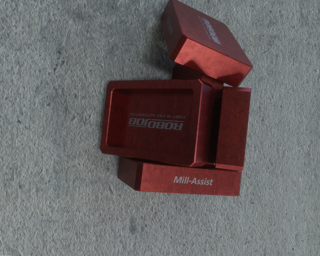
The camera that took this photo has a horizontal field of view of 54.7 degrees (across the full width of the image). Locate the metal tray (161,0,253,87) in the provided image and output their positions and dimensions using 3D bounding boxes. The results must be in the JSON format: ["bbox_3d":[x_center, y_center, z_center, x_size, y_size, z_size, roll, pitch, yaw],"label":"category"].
[{"bbox_3d":[0.052,-0.109,0.381,0.091,0.130,0.030,19,125,-20],"label":"metal tray"}]

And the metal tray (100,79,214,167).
[{"bbox_3d":[-0.007,-0.008,0.357,0.030,0.130,0.089,9,86,-57],"label":"metal tray"}]

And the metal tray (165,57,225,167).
[{"bbox_3d":[0.040,-0.021,0.391,0.030,0.090,0.129,8,88,-20],"label":"metal tray"}]

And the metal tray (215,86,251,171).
[{"bbox_3d":[0.092,0.003,0.393,0.030,0.130,0.089,6,88,13],"label":"metal tray"}]

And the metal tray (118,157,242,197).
[{"bbox_3d":[0.022,0.058,0.384,0.131,0.090,0.030,7,88,-20],"label":"metal tray"}]
